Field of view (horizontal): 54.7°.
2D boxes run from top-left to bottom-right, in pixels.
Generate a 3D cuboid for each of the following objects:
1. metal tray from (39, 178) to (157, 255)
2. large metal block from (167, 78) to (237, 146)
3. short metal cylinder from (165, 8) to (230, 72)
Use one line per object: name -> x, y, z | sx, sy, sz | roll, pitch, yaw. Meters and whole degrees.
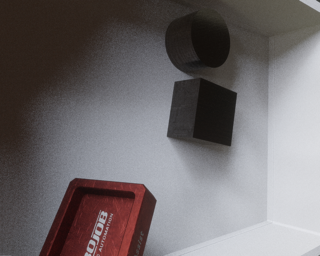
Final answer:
metal tray -> -0.063, 0.115, 0.290 | 0.030, 0.090, 0.130 | 61, 37, -49
large metal block -> 0.062, -0.020, 0.444 | 0.081, 0.050, 0.080 | 14, 81, -40
short metal cylinder -> 0.054, -0.122, 0.438 | 0.081, 0.050, 0.079 | 0, 90, -40
